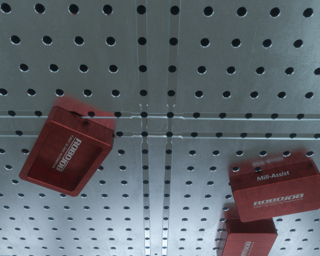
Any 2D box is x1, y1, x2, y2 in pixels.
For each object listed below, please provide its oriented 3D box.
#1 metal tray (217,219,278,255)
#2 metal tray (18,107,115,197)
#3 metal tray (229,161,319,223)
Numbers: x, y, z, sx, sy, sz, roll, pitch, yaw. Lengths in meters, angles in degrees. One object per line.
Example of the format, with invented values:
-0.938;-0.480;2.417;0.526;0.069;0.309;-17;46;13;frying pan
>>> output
0.165;0.227;0.602;0.090;0.030;0.129;1;130;-1;metal tray
-0.133;0.039;0.440;0.090;0.030;0.129;25;126;-20;metal tray
0.186;0.105;0.499;0.130;0.030;0.090;-14;129;11;metal tray
